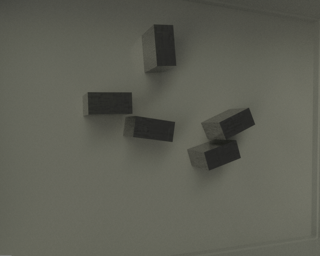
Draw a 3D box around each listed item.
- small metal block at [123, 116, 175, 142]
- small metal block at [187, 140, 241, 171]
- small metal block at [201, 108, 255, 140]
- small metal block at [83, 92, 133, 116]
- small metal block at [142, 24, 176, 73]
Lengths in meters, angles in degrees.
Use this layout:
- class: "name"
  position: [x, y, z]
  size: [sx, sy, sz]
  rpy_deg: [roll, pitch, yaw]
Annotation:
- class: "small metal block"
  position: [-0.015, 0.001, 0.393]
  size: [0.050, 0.050, 0.025]
  rpy_deg: [8, 88, -20]
- class: "small metal block"
  position: [0.073, 0.035, 0.426]
  size: [0.050, 0.050, 0.025]
  rpy_deg: [-18, 97, -19]
- class: "small metal block"
  position: [0.094, -0.006, 0.434]
  size: [0.050, 0.050, 0.025]
  rpy_deg: [-25, 99, -19]
- class: "small metal block"
  position: [-0.065, -0.028, 0.374]
  size: [0.050, 0.050, 0.025]
  rpy_deg: [-2, 91, -20]
- class: "small metal block"
  position: [-0.002, -0.100, 0.397]
  size: [0.025, 0.050, 0.050]
  rpy_deg: [-5, 92, -20]
